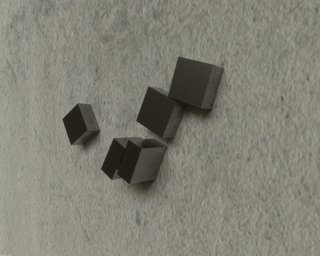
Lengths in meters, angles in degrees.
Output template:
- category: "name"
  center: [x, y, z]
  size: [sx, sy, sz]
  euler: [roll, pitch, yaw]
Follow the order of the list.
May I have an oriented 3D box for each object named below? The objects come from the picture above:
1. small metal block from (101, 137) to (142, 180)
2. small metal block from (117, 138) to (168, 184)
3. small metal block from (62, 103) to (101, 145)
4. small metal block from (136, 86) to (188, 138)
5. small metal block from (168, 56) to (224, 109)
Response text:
- category: "small metal block"
  center: [-0.046, 0.041, 0.424]
  size: [0.025, 0.050, 0.050]
  euler: [38, 113, 33]
- category: "small metal block"
  center: [-0.023, 0.042, 0.405]
  size: [0.025, 0.050, 0.050]
  euler: [31, 109, 35]
- category: "small metal block"
  center: [-0.130, -0.006, 0.509]
  size: [0.050, 0.025, 0.050]
  euler: [-37, 68, 33]
- category: "small metal block"
  center: [0.002, -0.021, 0.401]
  size: [0.050, 0.025, 0.050]
  euler: [33, 110, 35]
- category: "small metal block"
  center: [0.042, -0.054, 0.369]
  size: [0.050, 0.025, 0.050]
  euler: [23, 105, 37]
